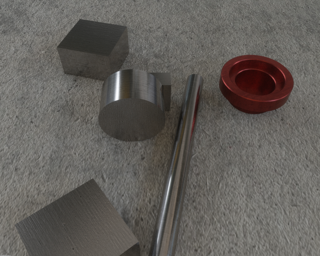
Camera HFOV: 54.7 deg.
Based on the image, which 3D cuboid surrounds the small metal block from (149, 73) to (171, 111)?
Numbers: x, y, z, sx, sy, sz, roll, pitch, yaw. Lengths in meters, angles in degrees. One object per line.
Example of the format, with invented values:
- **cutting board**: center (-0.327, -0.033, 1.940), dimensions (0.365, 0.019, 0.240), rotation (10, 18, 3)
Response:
- **small metal block**: center (-0.011, -0.049, 0.428), dimensions (0.050, 0.050, 0.025), rotation (-1, 50, -1)

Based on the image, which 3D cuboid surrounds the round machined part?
- **round machined part**: center (0.134, -0.058, 0.443), dimensions (0.099, 0.042, 0.098), rotation (0, 50, 0)

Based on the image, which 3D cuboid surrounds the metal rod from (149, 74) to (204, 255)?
- **metal rod**: center (0.023, 0.041, 0.368), dimensions (0.025, 0.025, 0.300), rotation (9, 50, 7)

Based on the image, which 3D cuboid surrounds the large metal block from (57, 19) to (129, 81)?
- **large metal block**: center (-0.101, -0.123, 0.489), dimensions (0.080, 0.050, 0.080), rotation (12, 51, 9)

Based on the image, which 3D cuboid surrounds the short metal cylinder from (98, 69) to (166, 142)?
- **short metal cylinder**: center (-0.035, -0.027, 0.390), dimensions (0.081, 0.080, 0.050), rotation (-2, 50, -2)

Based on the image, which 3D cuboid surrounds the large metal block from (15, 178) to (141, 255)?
- **large metal block**: center (-0.075, 0.109, 0.294), dimensions (0.081, 0.050, 0.080), rotation (-30, 57, -23)
